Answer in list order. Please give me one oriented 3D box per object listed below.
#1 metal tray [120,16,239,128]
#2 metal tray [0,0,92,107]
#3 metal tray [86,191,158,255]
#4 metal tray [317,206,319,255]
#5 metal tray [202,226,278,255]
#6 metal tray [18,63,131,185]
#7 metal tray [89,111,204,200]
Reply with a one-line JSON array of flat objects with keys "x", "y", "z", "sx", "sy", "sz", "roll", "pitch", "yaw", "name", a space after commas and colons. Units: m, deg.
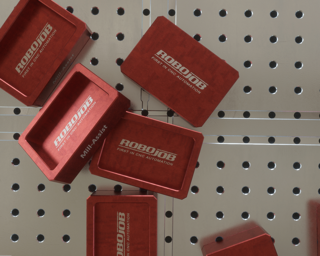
[{"x": 0.025, "y": -0.072, "z": 0.411, "sx": 0.130, "sy": 0.030, "sz": 0.090, "roll": 37, "pitch": 90, "yaw": 0, "name": "metal tray"}, {"x": -0.165, "y": -0.103, "z": 0.409, "sx": 0.090, "sy": 0.030, "sz": 0.130, "roll": 35, "pitch": 90, "yaw": 0, "name": "metal tray"}, {"x": -0.049, "y": 0.151, "z": 0.410, "sx": 0.090, "sy": 0.030, "sz": 0.129, "roll": 0, "pitch": 90, "yaw": 0, "name": "metal tray"}, {"x": 0.282, "y": 0.148, "z": 0.412, "sx": 0.131, "sy": 0.030, "sz": 0.090, "roll": -1, "pitch": 90, "yaw": 0, "name": "metal tray"}, {"x": 0.120, "y": 0.209, "z": 0.412, "sx": 0.090, "sy": 0.030, "sz": 0.129, "roll": -20, "pitch": 90, "yaw": 0, "name": "metal tray"}, {"x": -0.109, "y": -0.007, "z": 0.389, "sx": 0.090, "sy": 0.030, "sz": 0.130, "roll": 37, "pitch": 90, "yaw": 31, "name": "metal tray"}, {"x": -0.017, "y": 0.032, "z": 0.410, "sx": 0.131, "sy": 0.030, "sz": 0.090, "roll": 16, "pitch": 90, "yaw": 0, "name": "metal tray"}]
